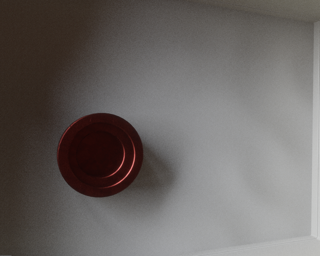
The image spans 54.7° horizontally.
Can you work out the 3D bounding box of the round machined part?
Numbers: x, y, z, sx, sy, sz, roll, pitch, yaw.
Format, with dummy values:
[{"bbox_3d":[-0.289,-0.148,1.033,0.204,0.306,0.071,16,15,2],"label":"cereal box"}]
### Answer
[{"bbox_3d":[-0.073,0.031,0.375,0.099,0.042,0.097,0,90,-21],"label":"round machined part"}]
